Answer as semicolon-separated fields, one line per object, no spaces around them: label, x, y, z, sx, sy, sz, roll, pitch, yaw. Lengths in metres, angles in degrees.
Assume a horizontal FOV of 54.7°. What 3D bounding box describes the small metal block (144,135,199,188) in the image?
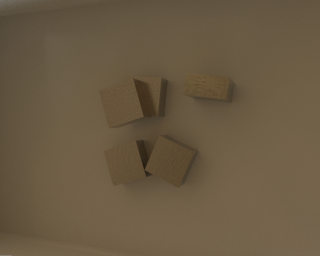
small metal block;0.015;0.042;0.404;0.050;0.025;0.050;26;98;17

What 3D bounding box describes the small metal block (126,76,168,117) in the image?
small metal block;-0.020;-0.042;0.417;0.050;0.025;0.050;6;92;19

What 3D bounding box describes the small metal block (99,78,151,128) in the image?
small metal block;-0.045;-0.031;0.399;0.050;0.025;0.050;-17;85;19

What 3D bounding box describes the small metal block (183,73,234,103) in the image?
small metal block;0.060;-0.048;0.375;0.050;0.050;0.025;9;93;19

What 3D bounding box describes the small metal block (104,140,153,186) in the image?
small metal block;-0.043;0.048;0.425;0.050;0.025;0.050;-18;84;18
